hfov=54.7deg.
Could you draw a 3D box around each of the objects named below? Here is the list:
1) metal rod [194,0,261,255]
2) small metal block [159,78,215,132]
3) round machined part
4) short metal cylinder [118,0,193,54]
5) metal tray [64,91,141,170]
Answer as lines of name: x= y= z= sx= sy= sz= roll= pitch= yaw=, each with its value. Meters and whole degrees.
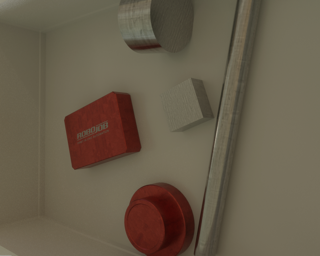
metal rod: x=0.074 y=0.003 z=0.344 sx=0.025 sy=0.025 sz=0.298 roll=14 pitch=99 yaw=39
small metal block: x=0.032 y=-0.027 z=0.379 sx=0.050 sy=0.025 sz=0.050 roll=-25 pitch=74 yaw=37
round machined part: x=-0.008 y=0.123 z=0.400 sx=0.098 sy=0.042 sz=0.097 roll=0 pitch=90 yaw=39
short metal cylinder: x=-0.003 y=-0.131 z=0.372 sx=0.050 sy=0.081 sz=0.079 roll=10 pitch=96 yaw=39
metal tray: x=-0.093 y=0.007 z=0.477 sx=0.130 sy=0.030 sz=0.090 roll=-20 pitch=77 yaw=37
